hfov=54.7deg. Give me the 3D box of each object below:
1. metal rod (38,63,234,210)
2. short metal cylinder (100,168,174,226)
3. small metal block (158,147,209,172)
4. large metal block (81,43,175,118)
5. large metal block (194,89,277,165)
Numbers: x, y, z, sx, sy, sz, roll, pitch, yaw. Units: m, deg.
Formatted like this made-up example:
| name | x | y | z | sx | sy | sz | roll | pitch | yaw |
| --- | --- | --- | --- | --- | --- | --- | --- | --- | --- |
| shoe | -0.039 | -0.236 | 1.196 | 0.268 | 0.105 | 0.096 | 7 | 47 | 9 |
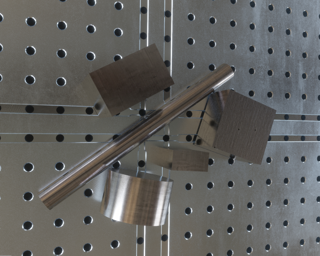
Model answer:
| name | x | y | z | sx | sy | sz | roll | pitch | yaw |
| --- | --- | --- | --- | --- | --- | --- | --- | --- | --- |
| metal rod | -0.019 | 0.002 | 0.406 | 0.301 | 0.025 | 0.025 | -36 | 102 | -17 |
| short metal cylinder | -0.028 | 0.081 | 0.373 | 0.081 | 0.080 | 0.050 | 12 | 86 | -20 |
| small metal block | 0.030 | 0.041 | 0.412 | 0.050 | 0.050 | 0.025 | 5 | 88 | -20 |
| large metal block | -0.042 | -0.053 | 0.369 | 0.080 | 0.080 | 0.050 | -30 | 100 | -18 |
| large metal block | 0.106 | 0.000 | 0.437 | 0.080 | 0.050 | 0.080 | 21 | 83 | -19 |
